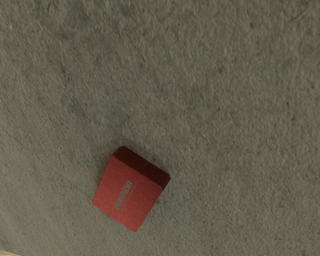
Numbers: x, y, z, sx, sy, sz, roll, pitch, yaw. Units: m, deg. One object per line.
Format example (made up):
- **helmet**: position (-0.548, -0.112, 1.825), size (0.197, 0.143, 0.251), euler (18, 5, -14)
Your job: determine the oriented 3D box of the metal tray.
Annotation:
- **metal tray**: position (-0.049, 0.100, 0.489), size (0.090, 0.030, 0.129), euler (32, 128, 6)
